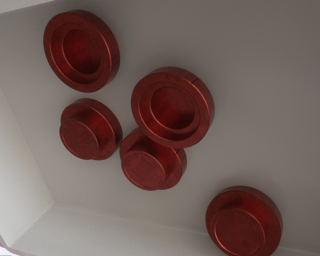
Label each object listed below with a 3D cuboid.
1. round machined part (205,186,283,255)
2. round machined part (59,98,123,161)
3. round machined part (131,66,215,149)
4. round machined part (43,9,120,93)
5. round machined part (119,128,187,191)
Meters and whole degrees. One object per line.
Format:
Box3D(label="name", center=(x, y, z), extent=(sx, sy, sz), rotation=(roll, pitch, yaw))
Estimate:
Box3D(label="round machined part", center=(0.105, 0.129, 0.403), extent=(0.098, 0.042, 0.097), rotation=(5, 102, 28))
Box3D(label="round machined part", center=(-0.109, 0.009, 0.460), extent=(0.098, 0.042, 0.097), rotation=(13, 124, 21))
Box3D(label="round machined part", center=(0.018, -0.027, 0.371), extent=(0.098, 0.042, 0.097), rotation=(13, 124, 21))
Box3D(label="round machined part", center=(-0.092, -0.097, 0.386), extent=(0.098, 0.042, 0.097), rotation=(13, 124, 21))
Box3D(label="round machined part", center=(-0.015, 0.049, 0.436), extent=(0.098, 0.042, 0.097), rotation=(13, 124, 21))
